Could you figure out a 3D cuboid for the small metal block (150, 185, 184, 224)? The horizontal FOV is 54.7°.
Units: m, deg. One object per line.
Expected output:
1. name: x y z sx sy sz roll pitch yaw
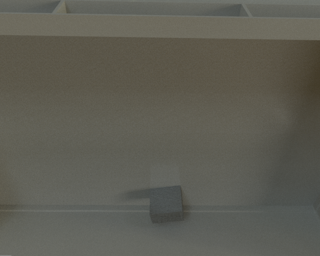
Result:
1. small metal block: 0.011 0.122 0.497 0.050 0.050 0.025 -8 130 6
